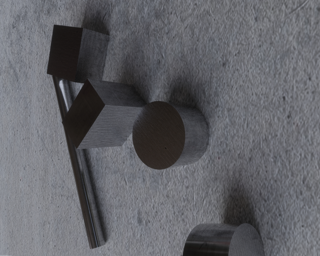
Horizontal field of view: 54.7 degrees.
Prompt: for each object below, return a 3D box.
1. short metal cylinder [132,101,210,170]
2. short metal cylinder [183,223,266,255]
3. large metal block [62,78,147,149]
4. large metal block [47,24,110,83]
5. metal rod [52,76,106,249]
[{"bbox_3d":[0.013,0.008,0.378,0.080,0.050,0.080,0,90,40],"label":"short metal cylinder"},{"bbox_3d":[0.067,0.138,0.314,0.050,0.081,0.080,-15,81,39],"label":"short metal cylinder"},{"bbox_3d":[-0.075,-0.018,0.431,0.080,0.081,0.050,-52,60,27],"label":"large metal block"},{"bbox_3d":[-0.133,-0.117,0.498,0.080,0.050,0.079,20,103,38],"label":"large metal block"},{"bbox_3d":[-0.139,0.046,0.519,0.025,0.025,0.299,-27,73,37],"label":"metal rod"}]
